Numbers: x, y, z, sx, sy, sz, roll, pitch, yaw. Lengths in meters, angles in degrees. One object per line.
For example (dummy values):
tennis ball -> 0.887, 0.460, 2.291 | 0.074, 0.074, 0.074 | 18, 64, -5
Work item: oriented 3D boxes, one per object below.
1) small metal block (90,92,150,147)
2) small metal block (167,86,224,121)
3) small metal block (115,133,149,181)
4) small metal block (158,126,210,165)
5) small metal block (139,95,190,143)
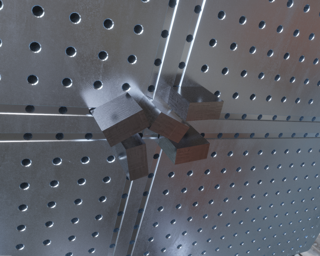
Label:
small metal block -> -0.048, -0.011, 0.363 | 0.050, 0.050, 0.025 | -29, 129, -10
small metal block -> 0.045, -0.033, 0.401 | 0.050, 0.050, 0.025 | -4, 121, -27
small metal block -> -0.038, 0.030, 0.395 | 0.025, 0.050, 0.050 | -17, 125, -19
small metal block -> 0.032, 0.022, 0.429 | 0.050, 0.050, 0.025 | -8, 122, -25
small metal block -> 0.001, -0.011, 0.390 | 0.050, 0.050, 0.025 | 26, 104, -38
